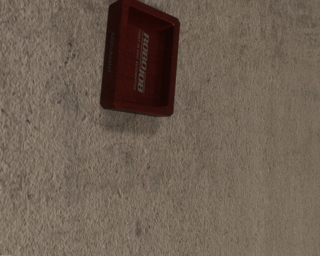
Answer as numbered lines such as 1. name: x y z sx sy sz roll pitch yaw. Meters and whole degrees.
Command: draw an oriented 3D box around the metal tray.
1. metal tray: -0.022 -0.083 0.384 0.091 0.030 0.129 7 85 -40
